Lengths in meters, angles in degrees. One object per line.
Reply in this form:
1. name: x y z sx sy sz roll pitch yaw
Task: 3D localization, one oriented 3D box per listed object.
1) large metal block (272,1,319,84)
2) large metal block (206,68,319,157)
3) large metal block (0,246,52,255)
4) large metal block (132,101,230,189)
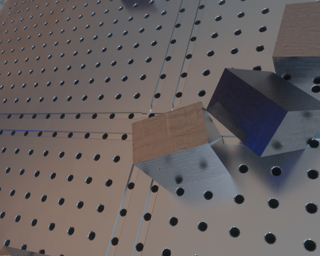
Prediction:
1. large metal block: 0.182 -0.098 0.357 0.080 0.050 0.080 7 65 31
2. large metal block: 0.110 -0.019 0.319 0.080 0.081 0.050 48 129 39
3. large metal block: -0.137 0.180 0.336 0.080 0.080 0.050 28 77 37
4. large metal block: 0.024 0.023 0.347 0.080 0.080 0.050 -17 55 18
